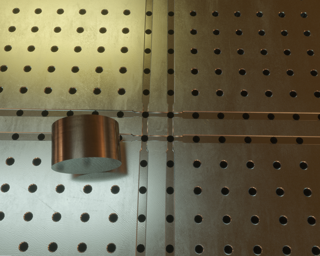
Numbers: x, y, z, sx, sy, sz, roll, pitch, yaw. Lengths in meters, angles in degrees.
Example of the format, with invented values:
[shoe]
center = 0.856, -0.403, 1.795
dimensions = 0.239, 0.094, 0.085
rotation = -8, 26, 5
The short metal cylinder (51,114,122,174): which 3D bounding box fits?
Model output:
[short metal cylinder]
center = -0.089, 0.022, 0.374
dimensions = 0.080, 0.080, 0.050
rotation = -6, 70, -2
